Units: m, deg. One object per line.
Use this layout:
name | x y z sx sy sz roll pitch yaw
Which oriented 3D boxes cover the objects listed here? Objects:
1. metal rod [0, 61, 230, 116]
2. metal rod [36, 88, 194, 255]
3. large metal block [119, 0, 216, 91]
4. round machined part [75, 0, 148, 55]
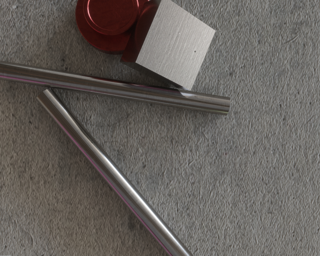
metal rod | -0.059 -0.052 0.409 0.302 0.025 0.025 9 90 -1
metal rod | -0.056 0.070 0.409 0.025 0.025 0.300 -40 91 0
large metal block | 0.009 -0.101 0.381 0.080 0.050 0.080 22 90 -30
round machined part | -0.060 -0.148 0.401 0.099 0.042 0.097 0 90 -1
